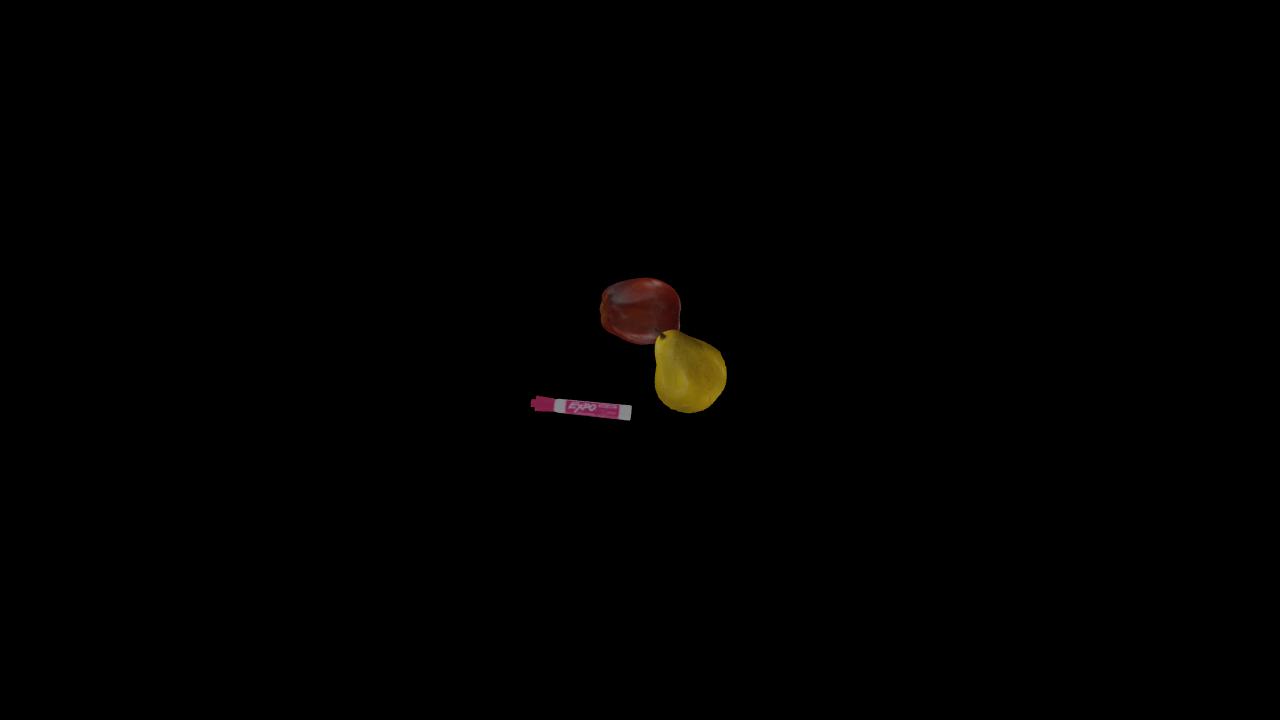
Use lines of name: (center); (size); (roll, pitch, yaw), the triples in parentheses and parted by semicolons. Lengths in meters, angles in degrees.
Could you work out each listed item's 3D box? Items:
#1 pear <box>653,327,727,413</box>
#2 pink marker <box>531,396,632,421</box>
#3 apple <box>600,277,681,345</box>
pear: (0.042, -0.002, 0.633); (0.080, 0.111, 0.080); (-19, 32, 13)
pink marker: (-0.071, 0.058, 0.741); (0.121, 0.020, 0.020); (6, 0, -3)
apple: (0.003, -0.054, 0.684); (0.093, 0.079, 0.079); (0, 0, -17)
